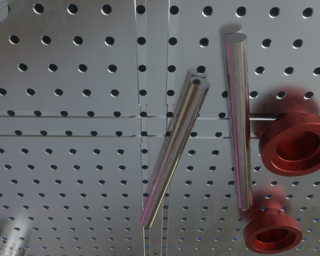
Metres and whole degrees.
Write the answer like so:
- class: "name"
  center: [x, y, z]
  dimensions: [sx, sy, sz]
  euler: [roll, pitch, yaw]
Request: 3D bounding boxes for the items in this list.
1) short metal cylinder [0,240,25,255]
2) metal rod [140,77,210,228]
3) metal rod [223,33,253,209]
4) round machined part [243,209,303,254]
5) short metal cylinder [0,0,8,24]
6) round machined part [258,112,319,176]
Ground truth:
- class: "short metal cylinder"
  center: [-0.322, 0.269, 0.621]
  dimensions: [0.081, 0.050, 0.079]
  euler: [0, 130, 0]
- class: "metal rod"
  center: [0.012, 0.057, 0.459]
  dimensions: [0.025, 0.025, 0.298]
  euler: [11, 129, -9]
- class: "metal rod"
  center: [0.111, 0.015, 0.425]
  dimensions: [0.025, 0.025, 0.299]
  euler: [-9, 130, 8]
- class: "round machined part"
  center: [0.199, 0.184, 0.559]
  dimensions: [0.099, 0.042, 0.097]
  euler: [0, 130, 0]
- class: "short metal cylinder"
  center: [-0.189, -0.113, 0.277]
  dimensions: [0.050, 0.080, 0.080]
  euler: [-32, 123, 24]
- class: "round machined part"
  center: [0.183, 0.018, 0.417]
  dimensions: [0.099, 0.042, 0.097]
  euler: [0, 130, 0]
